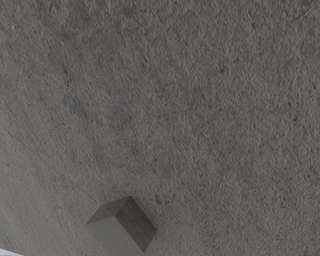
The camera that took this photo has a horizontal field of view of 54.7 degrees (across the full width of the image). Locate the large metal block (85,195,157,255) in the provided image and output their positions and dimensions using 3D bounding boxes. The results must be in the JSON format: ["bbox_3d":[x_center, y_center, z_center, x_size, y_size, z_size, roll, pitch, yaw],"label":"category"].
[{"bbox_3d":[-0.066,0.171,0.532,0.080,0.050,0.080,-26,104,37],"label":"large metal block"}]
